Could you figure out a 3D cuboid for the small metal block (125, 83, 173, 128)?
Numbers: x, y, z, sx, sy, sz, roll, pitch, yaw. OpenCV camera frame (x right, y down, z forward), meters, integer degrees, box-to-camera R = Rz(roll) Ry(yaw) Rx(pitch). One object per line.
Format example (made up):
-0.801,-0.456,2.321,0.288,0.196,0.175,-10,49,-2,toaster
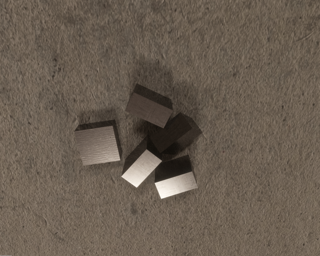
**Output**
-0.013,-0.029,0.386,0.050,0.050,0.025,24,108,-9,small metal block

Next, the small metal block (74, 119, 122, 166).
-0.082,0.019,0.416,0.050,0.025,0.050,-8,110,2,small metal block

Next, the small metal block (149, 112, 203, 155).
0.022,0.009,0.397,0.050,0.050,0.025,-39,71,13,small metal block

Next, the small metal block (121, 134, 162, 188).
-0.023,0.043,0.412,0.025,0.050,0.050,39,105,-13,small metal block

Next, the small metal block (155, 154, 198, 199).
0.021,0.065,0.421,0.050,0.050,0.025,-18,109,6,small metal block
